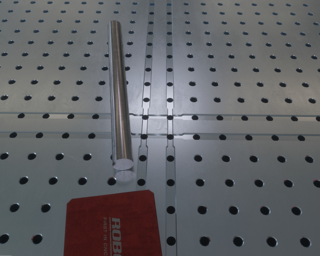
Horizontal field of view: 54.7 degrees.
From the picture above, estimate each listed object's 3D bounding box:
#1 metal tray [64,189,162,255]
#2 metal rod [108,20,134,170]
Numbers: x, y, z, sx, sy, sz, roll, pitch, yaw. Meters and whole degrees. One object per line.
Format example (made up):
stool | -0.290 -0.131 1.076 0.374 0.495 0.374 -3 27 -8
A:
metal tray | -0.043 0.128 0.296 0.091 0.030 0.130 -6 50 -5
metal rod | -0.063 -0.070 0.465 0.025 0.025 0.300 -6 50 -5
